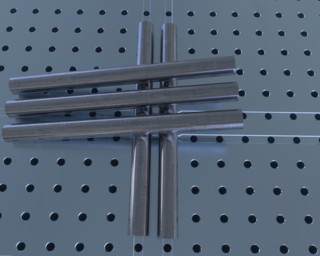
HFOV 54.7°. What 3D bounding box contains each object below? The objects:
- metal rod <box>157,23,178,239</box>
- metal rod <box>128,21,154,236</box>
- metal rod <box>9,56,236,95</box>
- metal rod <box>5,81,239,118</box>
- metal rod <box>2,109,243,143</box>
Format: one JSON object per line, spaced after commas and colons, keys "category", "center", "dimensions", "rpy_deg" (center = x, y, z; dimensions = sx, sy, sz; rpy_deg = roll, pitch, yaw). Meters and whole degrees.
{"category": "metal rod", "center": [0.011, -0.010, 0.416], "dimensions": [0.025, 0.025, 0.299], "rpy_deg": [1, 70, 0]}
{"category": "metal rod", "center": [-0.023, -0.013, 0.416], "dimensions": [0.025, 0.025, 0.299], "rpy_deg": [1, 70, 0]}
{"category": "metal rod", "center": [-0.054, -0.070, 0.415], "dimensions": [0.302, 0.025, 0.025], "rpy_deg": [-4, 70, 6]}
{"category": "metal rod", "center": [-0.053, -0.036, 0.402], "dimensions": [0.302, 0.025, 0.025], "rpy_deg": [-4, 70, 7]}
{"category": "metal rod", "center": [-0.051, -0.002, 0.389], "dimensions": [0.302, 0.025, 0.025], "rpy_deg": [-3, 70, 7]}
